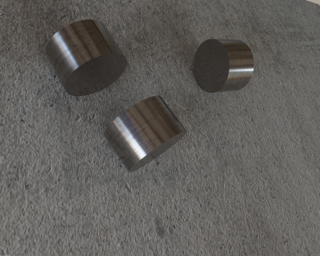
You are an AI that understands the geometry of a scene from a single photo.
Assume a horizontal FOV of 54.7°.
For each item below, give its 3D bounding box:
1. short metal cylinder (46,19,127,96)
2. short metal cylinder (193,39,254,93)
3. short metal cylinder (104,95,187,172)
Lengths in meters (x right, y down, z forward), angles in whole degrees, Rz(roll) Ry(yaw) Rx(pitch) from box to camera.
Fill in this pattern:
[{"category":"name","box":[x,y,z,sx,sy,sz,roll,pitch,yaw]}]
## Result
[{"category":"short metal cylinder","box":[-0.087,-0.082,0.371,0.081,0.080,0.050,-22,74,-36]},{"category":"short metal cylinder","box":[0.096,-0.096,0.479,0.050,0.080,0.080,-9,66,-32]},{"category":"short metal cylinder","box":[-0.016,0.007,0.355,0.081,0.080,0.050,-28,77,-37]}]
